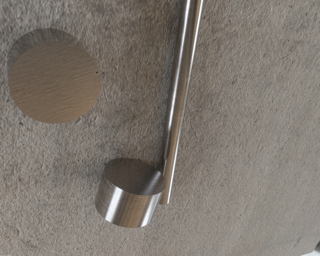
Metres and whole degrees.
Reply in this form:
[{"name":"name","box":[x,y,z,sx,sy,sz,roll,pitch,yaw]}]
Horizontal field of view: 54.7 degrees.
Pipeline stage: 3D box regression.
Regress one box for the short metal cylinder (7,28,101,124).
[{"name":"short metal cylinder","box":[-0.104,-0.051,0.302,0.081,0.050,0.079,-14,124,-21]}]

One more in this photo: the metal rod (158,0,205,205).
[{"name":"metal rod","box":[0.020,-0.020,0.405,0.025,0.025,0.298,-7,122,-25]}]

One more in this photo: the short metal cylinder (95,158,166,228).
[{"name":"short metal cylinder","box":[-0.039,0.082,0.401,0.081,0.080,0.050,6,116,-31]}]
